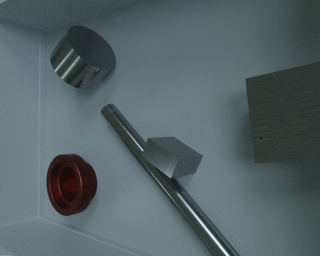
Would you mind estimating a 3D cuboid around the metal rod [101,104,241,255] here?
[{"bbox_3d":[0.009,0.071,0.397,0.300,0.025,0.025,48,118,29],"label":"metal rod"}]

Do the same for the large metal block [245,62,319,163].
[{"bbox_3d":[0.131,-0.012,0.282,0.080,0.050,0.080,-9,85,39],"label":"large metal block"}]

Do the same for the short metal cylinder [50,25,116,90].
[{"bbox_3d":[-0.114,-0.105,0.462,0.050,0.081,0.080,-38,67,33],"label":"short metal cylinder"}]

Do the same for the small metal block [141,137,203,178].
[{"bbox_3d":[0.015,0.034,0.376,0.050,0.050,0.025,33,111,34],"label":"small metal block"}]

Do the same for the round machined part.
[{"bbox_3d":[-0.141,0.091,0.509,0.098,0.042,0.097,0,90,39],"label":"round machined part"}]
